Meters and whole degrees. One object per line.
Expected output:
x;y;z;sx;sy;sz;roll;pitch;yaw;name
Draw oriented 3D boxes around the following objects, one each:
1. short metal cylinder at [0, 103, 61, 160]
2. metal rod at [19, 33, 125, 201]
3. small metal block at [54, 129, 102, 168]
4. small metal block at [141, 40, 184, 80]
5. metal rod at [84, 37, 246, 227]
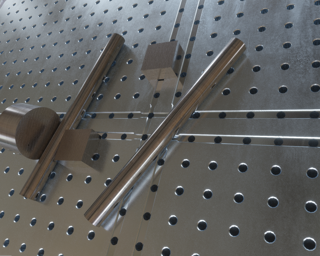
-0.199;0.004;0.475;0.050;0.080;0.080;11;68;33;short metal cylinder
-0.132;-0.029;0.495;0.025;0.025;0.300;12;68;33;metal rod
-0.119;0.030;0.453;0.050;0.025;0.050;-2;61;27;small metal block
0.004;-0.102;0.469;0.050;0.025;0.050;0;61;28;small metal block
0.011;0.000;0.402;0.025;0.025;0.300;34;80;38;metal rod
